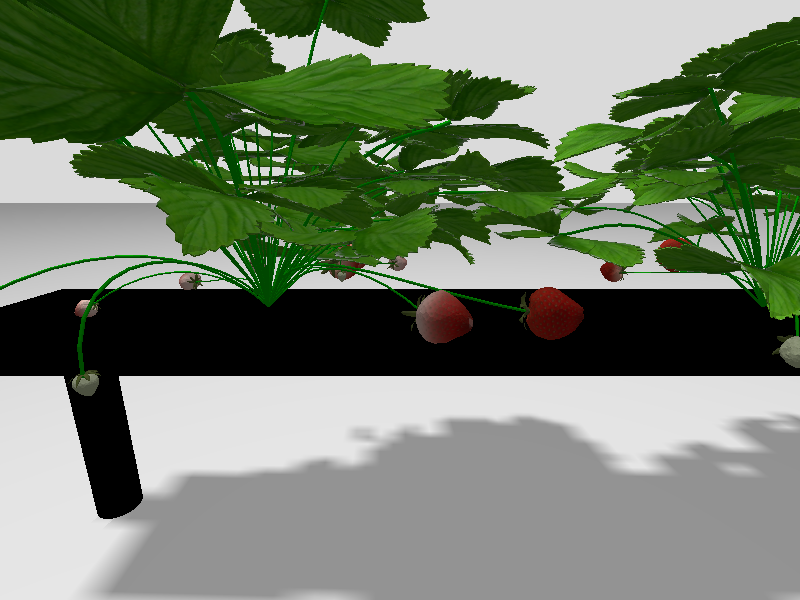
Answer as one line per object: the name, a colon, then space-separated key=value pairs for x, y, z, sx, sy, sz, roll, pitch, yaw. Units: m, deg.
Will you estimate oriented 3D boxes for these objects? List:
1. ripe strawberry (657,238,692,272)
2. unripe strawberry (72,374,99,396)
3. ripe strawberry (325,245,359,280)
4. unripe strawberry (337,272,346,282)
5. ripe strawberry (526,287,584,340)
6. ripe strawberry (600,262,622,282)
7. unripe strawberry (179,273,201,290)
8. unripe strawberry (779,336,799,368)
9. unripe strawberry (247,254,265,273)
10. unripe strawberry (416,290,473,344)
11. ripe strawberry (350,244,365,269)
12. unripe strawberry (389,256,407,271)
ripe strawberry: x=0.362 y=-0.060 z=0.530 sx=0.043 sy=0.045 sz=0.046 roll=3 pitch=15 yaw=10
unripe strawberry: x=-0.152 y=0.041 z=0.194 sx=0.010 sy=0.011 sz=0.011 roll=3 pitch=16 yaw=10
ripe strawberry: x=-0.067 y=-0.048 z=0.483 sx=0.042 sy=0.044 sz=0.046 roll=6 pitch=16 yaw=22
unripe strawberry: x=-0.066 y=-0.027 z=0.457 sx=0.010 sy=0.011 sz=0.011 roll=8 pitch=17 yaw=28
ripe strawberry: x=0.111 y=0.010 z=0.288 sx=0.038 sy=0.037 sz=0.035 roll=6 pitch=16 yaw=17
ripe strawberry: x=0.245 y=-0.034 z=0.463 sx=0.022 sy=0.025 sz=0.024 roll=-12 pitch=19 yaw=-37
unripe strawberry: x=-0.222 y=-0.020 z=0.422 sx=0.022 sy=0.019 sz=0.022 roll=9 pitch=18 yaw=30
unripe strawberry: x=0.235 y=0.032 z=0.236 sx=0.016 sy=0.018 sz=0.018 roll=11 pitch=33 yaw=35
unripe strawberry: x=-0.185 y=-0.046 z=0.513 sx=0.024 sy=0.025 sz=0.026 roll=-6 pitch=0 yaw=-22
unripe strawberry: x=0.032 y=0.013 z=0.276 sx=0.038 sy=0.037 sz=0.035 roll=9 pitch=18 yaw=29
ripe strawberry: x=-0.061 y=-0.059 z=0.528 sx=0.043 sy=0.037 sz=0.043 roll=5 pitch=16 yaw=18
unripe strawberry: x=-0.002 y=-0.049 z=0.523 sx=0.024 sy=0.021 sz=0.022 roll=11 pitch=18 yaw=34
